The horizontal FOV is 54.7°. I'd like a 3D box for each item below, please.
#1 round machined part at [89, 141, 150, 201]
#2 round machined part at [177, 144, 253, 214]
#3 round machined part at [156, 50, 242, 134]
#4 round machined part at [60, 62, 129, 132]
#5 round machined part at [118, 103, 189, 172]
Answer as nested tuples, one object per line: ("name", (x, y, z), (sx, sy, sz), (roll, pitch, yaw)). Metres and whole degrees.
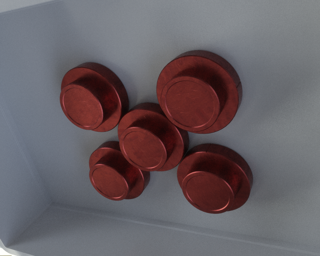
("round machined part", (-0.068, 0.072, 0.475), (0.098, 0.042, 0.097), (13, 124, 20))
("round machined part", (0.067, 0.072, 0.404), (0.098, 0.042, 0.097), (13, 124, 20))
("round machined part", (0.040, -0.035, 0.352), (0.098, 0.042, 0.097), (13, 124, 20))
("round machined part", (-0.096, -0.036, 0.422), (0.098, 0.042, 0.097), (13, 124, 20))
("round machined part", (-0.014, 0.019, 0.413), (0.098, 0.042, 0.097), (13, 124, 20))
